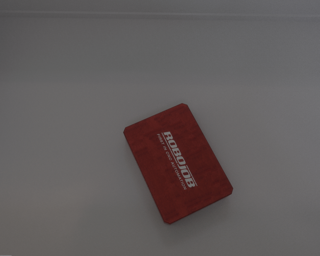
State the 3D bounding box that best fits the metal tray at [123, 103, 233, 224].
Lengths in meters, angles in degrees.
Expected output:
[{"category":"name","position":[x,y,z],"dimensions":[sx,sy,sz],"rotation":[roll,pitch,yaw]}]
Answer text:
[{"category":"metal tray","position":[0.020,0.043,0.391],"dimensions":[0.090,0.030,0.130],"rotation":[-24,72,-9]}]
